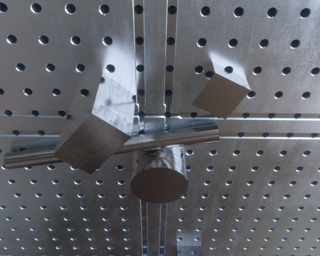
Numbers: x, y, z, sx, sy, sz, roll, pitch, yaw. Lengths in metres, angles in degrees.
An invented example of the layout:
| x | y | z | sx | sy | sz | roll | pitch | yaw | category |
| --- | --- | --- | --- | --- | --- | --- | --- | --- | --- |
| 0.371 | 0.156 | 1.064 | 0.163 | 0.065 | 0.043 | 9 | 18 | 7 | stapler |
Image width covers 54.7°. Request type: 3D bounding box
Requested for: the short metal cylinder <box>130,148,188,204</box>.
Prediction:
| x | y | z | sx | sy | sz | roll | pitch | yaw | category |
| --- | --- | --- | --- | --- | --- | --- | --- | --- | --- |
| -0.001 | 0.066 | 0.451 | 0.081 | 0.050 | 0.079 | 0 | 130 | 0 | short metal cylinder |

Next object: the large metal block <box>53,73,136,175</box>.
| x | y | z | sx | sy | sz | roll | pitch | yaw | category |
| --- | --- | --- | --- | --- | --- | --- | --- | --- | --- |
| -0.076 | -0.005 | 0.370 | 0.050 | 0.080 | 0.080 | 33 | 122 | -25 | large metal block |

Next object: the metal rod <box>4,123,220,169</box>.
| x | y | z | sx | sy | sz | roll | pitch | yaw | category |
| --- | --- | --- | --- | --- | --- | --- | --- | --- | --- |
| -0.070 | 0.027 | 0.433 | 0.302 | 0.025 | 0.025 | -8 | 130 | 6 | metal rod |

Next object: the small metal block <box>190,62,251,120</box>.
| x | y | z | sx | sy | sz | roll | pitch | yaw | category |
| --- | --- | --- | --- | --- | --- | --- | --- | --- | --- |
| 0.072 | -0.044 | 0.375 | 0.050 | 0.025 | 0.050 | 22 | 127 | -18 | small metal block |

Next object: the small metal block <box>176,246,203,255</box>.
| x | y | z | sx | sy | sz | roll | pitch | yaw | category |
| --- | --- | --- | --- | --- | --- | --- | --- | --- | --- |
| 0.059 | 0.269 | 0.642 | 0.050 | 0.025 | 0.050 | 1 | 130 | -2 | small metal block |
